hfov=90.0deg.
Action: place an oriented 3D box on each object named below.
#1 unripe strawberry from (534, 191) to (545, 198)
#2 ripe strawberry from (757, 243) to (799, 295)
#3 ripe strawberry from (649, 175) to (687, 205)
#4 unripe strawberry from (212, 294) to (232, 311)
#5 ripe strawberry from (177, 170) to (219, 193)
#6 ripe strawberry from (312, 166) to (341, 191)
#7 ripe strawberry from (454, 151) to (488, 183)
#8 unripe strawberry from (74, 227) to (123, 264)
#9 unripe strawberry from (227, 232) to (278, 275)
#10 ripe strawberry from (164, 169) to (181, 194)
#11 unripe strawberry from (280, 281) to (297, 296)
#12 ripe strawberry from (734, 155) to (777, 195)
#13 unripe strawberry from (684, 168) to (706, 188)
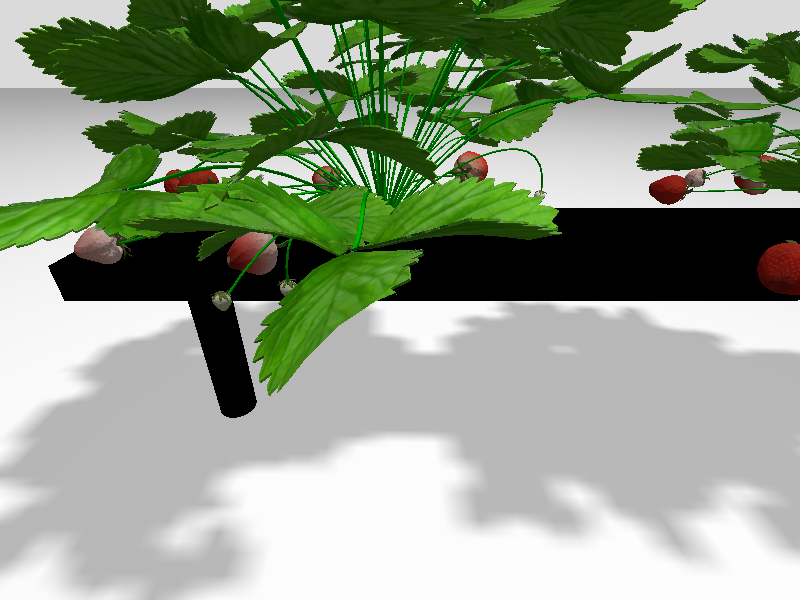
[{"bbox_3d":[0.142,-0.105,0.407,0.010,0.011,0.011,-10,31,-17],"label":"unripe strawberry"},{"bbox_3d":[0.246,-0.018,0.253,0.035,0.030,0.035,-35,41,-16],"label":"ripe strawberry"},{"bbox_3d":[0.287,-0.119,0.430,0.034,0.029,0.034,15,33,25],"label":"ripe strawberry"},{"bbox_3d":[-0.108,0.001,0.243,0.011,0.011,0.010,18,34,29],"label":"unripe strawberry"},{"bbox_3d":[-0.201,-0.110,0.403,0.041,0.043,0.038,8,30,14],"label":"ripe strawberry"},{"bbox_3d":[-0.087,-0.143,0.473,0.035,0.030,0.035,-15,32,-25],"label":"ripe strawberry"},{"bbox_3d":[0.090,-0.160,0.493,0.042,0.044,0.046,18,34,29],"label":"ripe strawberry"},{"bbox_3d":[-0.221,-0.040,0.293,0.029,0.028,0.031,-11,31,-17],"label":"unripe strawberry"},{"bbox_3d":[-0.103,-0.032,0.278,0.032,0.034,0.035,25,39,37],"label":"unripe strawberry"},{"bbox_3d":[-0.245,-0.125,0.441,0.031,0.032,0.028,-20,17,33],"label":"ripe strawberry"},{"bbox_3d":[-0.068,-0.006,0.245,0.010,0.011,0.011,11,31,18],"label":"unripe strawberry"},{"bbox_3d":[0.418,-0.148,0.473,0.042,0.045,0.045,-3,29,-6],"label":"ripe strawberry"},{"bbox_3d":[0.365,-0.151,0.495,0.020,0.022,0.021,-13,14,-21],"label":"unripe strawberry"}]
